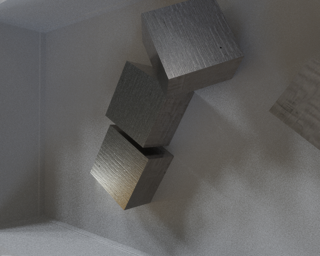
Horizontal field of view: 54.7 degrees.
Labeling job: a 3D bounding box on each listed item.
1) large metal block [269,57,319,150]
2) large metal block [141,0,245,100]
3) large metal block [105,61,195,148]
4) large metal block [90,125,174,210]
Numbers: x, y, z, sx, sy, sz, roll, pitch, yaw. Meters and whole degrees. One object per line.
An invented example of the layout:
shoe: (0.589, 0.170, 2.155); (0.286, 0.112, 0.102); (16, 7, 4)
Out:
large metal block: (0.149, -0.008, 0.248); (0.080, 0.081, 0.050); (46, 117, 30)
large metal block: (0.031, -0.087, 0.336); (0.081, 0.050, 0.080); (-19, 73, -8)
large metal block: (-0.015, -0.031, 0.401); (0.080, 0.050, 0.079); (37, 113, 33)
large metal block: (-0.040, 0.050, 0.421); (0.080, 0.050, 0.079); (39, 113, 33)
